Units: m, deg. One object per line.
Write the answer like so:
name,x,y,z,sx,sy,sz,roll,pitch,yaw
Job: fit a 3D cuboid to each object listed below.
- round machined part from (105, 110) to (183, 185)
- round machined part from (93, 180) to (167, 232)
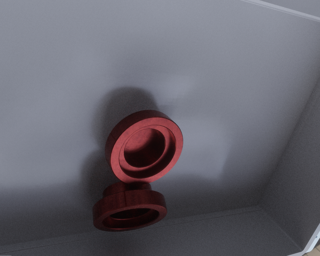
round machined part,-0.023,0.021,0.396,0.099,0.042,0.097,-14,123,-23
round machined part,-0.042,0.104,0.423,0.099,0.042,0.098,-9,146,-6
